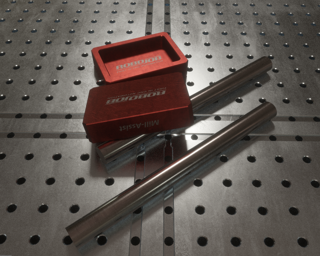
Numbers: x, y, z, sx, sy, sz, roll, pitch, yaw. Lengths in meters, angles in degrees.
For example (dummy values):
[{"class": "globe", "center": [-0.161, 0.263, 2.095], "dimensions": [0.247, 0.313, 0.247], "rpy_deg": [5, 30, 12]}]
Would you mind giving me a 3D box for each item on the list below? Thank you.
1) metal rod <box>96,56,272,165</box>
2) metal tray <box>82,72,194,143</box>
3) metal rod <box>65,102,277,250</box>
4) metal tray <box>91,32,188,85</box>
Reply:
[{"class": "metal rod", "center": [0.049, -0.035, 0.437], "dimensions": [0.302, 0.025, 0.025], "rpy_deg": [-30, 56, -23]}, {"class": "metal tray", "center": [-0.028, -0.029, 0.403], "dimensions": [0.131, 0.030, 0.090], "rpy_deg": [-10, 36, 2]}, {"class": "metal rod", "center": [0.031, 0.043, 0.371], "dimensions": [0.302, 0.025, 0.025], "rpy_deg": [-30, 56, -23]}, {"class": "metal tray", "center": [-0.033, -0.104, 0.490], "dimensions": [0.131, 0.030, 0.090], "rpy_deg": [-18, 52, -15]}]
